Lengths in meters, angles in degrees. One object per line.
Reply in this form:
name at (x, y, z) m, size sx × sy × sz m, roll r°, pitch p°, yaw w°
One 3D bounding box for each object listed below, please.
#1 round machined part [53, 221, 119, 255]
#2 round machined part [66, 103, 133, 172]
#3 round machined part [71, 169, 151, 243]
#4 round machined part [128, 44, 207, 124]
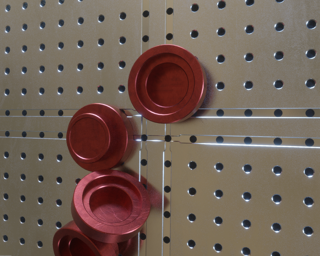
round machined part at (-0.096, 0.169, 0.425) m, size 0.098 × 0.042 × 0.097 m, roll 11°, pitch 113°, yaw 28°
round machined part at (-0.091, 0.014, 0.434) m, size 0.098 × 0.042 × 0.097 m, roll 0°, pitch 90°, yaw 19°
round machined part at (-0.065, 0.104, 0.402) m, size 0.098 × 0.099 × 0.042 m, roll 36°, pitch 129°, yaw 16°
round machined part at (0.012, -0.054, 0.399) m, size 0.098 × 0.042 × 0.097 m, roll 0°, pitch 90°, yaw 19°
